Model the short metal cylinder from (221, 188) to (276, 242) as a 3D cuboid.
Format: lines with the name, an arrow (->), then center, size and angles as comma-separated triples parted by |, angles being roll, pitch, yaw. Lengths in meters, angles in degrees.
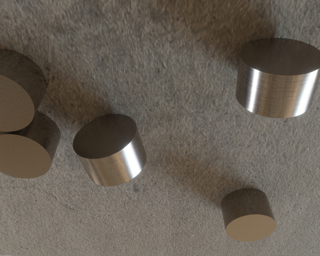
short metal cylinder -> 0.146, 0.146, 0.518 | 0.081, 0.050, 0.079 | 0, 130, 0

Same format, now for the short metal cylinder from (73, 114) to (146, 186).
short metal cylinder -> -0.062, 0.027, 0.393 | 0.080, 0.080, 0.050 | -10, 130, 7

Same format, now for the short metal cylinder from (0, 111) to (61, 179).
short metal cylinder -> -0.178, 0.021, 0.406 | 0.081, 0.050, 0.079 | 0, 130, 0

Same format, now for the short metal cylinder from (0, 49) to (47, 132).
short metal cylinder -> -0.177, -0.042, 0.352 | 0.081, 0.050, 0.079 | 0, 130, 0

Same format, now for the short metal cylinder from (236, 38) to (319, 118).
short metal cylinder -> 0.123, -0.055, 0.327 | 0.080, 0.080, 0.050 | -3, 130, 2
